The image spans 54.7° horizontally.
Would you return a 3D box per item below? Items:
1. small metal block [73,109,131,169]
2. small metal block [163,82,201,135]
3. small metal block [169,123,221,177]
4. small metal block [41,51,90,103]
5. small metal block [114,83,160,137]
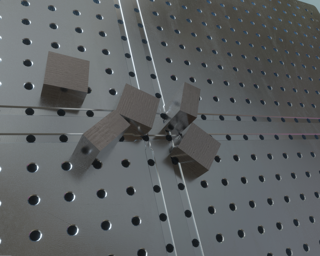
[{"bbox_3d":[-0.066,0.013,0.350,0.025,0.050,0.050,44,51,2],"label":"small metal block"},{"bbox_3d":[0.030,-0.026,0.426,0.025,0.050,0.050,23,53,-15],"label":"small metal block"},{"bbox_3d":[0.048,0.029,0.418,0.050,0.025,0.050,37,51,-4],"label":"small metal block"},{"bbox_3d":[-0.117,-0.062,0.384,0.050,0.025,0.050,10,57,-23],"label":"small metal block"},{"bbox_3d":[-0.032,-0.023,0.406,0.050,0.025,0.050,24,53,-14],"label":"small metal block"}]
